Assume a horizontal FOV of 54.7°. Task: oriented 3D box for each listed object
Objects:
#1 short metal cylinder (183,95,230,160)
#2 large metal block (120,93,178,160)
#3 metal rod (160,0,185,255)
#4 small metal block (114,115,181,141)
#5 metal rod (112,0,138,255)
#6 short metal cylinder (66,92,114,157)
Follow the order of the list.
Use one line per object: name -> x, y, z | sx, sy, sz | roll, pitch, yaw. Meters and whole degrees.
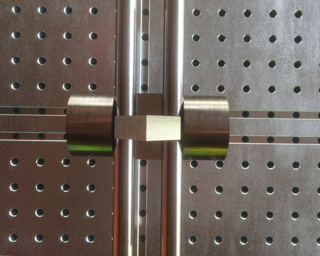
short metal cylinder -> 0.053, 0.000, 0.382 | 0.050, 0.080, 0.079 | 1, 90, 1
large metal block -> -0.014, -0.002, 0.397 | 0.081, 0.050, 0.079 | 1, 90, 0
metal rod -> 0.015, 0.000, 0.360 | 0.025, 0.025, 0.298 | 1, 90, 0
small metal block -> -0.013, 0.000, 0.334 | 0.050, 0.050, 0.025 | 1, 91, 44
metal rod -> -0.041, 0.002, 0.360 | 0.025, 0.025, 0.298 | 1, 90, 0
short metal cylinder -> -0.079, -0.004, 0.382 | 0.050, 0.080, 0.079 | 1, 90, 0
